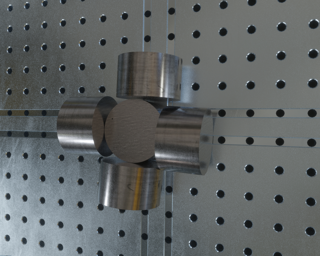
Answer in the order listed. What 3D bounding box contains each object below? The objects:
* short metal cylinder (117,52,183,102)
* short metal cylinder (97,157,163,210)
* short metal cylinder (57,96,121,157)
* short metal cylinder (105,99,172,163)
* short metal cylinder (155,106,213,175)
[{"bbox_3d":[-0.013,-0.061,0.387,0.080,0.080,0.050,3,91,20],"label":"short metal cylinder"},{"bbox_3d":[-0.037,0.068,0.395,0.080,0.080,0.050,7,92,20],"label":"short metal cylinder"},{"bbox_3d":[-0.092,-0.003,0.416,0.050,0.080,0.079,2,91,19],"label":"short metal cylinder"},{"bbox_3d":[-0.025,0.003,0.409,0.080,0.050,0.080,0,90,18],"label":"short metal cylinder"},{"bbox_3d":[0.031,0.014,0.372,0.050,0.080,0.079,4,92,19],"label":"short metal cylinder"}]
